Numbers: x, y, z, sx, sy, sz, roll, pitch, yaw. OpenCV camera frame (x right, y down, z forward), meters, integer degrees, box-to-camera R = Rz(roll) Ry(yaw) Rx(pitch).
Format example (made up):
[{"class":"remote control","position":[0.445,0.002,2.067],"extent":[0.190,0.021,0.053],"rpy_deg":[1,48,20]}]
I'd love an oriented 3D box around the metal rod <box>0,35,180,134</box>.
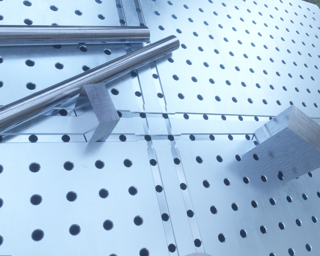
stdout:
[{"class":"metal rod","position":[-0.075,-0.071,0.411],"extent":[0.302,0.025,0.025],"rpy_deg":[-35,82,-38]}]

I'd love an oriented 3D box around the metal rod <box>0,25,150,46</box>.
[{"class":"metal rod","position":[-0.146,-0.120,0.402],"extent":[0.303,0.025,0.025],"rpy_deg":[-12,68,-33]}]

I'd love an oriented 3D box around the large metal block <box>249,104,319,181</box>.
[{"class":"large metal block","position":[0.196,0.024,0.463],"extent":[0.080,0.080,0.050],"rpy_deg":[36,51,-4]}]

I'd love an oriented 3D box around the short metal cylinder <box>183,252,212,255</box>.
[{"class":"short metal cylinder","position":[0.030,0.169,0.305],"extent":[0.081,0.050,0.080],"rpy_deg":[14,56,-21]}]

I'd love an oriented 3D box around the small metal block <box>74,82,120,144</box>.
[{"class":"small metal block","position":[-0.075,-0.017,0.362],"extent":[0.025,0.050,0.050],"rpy_deg":[-14,69,-34]}]
